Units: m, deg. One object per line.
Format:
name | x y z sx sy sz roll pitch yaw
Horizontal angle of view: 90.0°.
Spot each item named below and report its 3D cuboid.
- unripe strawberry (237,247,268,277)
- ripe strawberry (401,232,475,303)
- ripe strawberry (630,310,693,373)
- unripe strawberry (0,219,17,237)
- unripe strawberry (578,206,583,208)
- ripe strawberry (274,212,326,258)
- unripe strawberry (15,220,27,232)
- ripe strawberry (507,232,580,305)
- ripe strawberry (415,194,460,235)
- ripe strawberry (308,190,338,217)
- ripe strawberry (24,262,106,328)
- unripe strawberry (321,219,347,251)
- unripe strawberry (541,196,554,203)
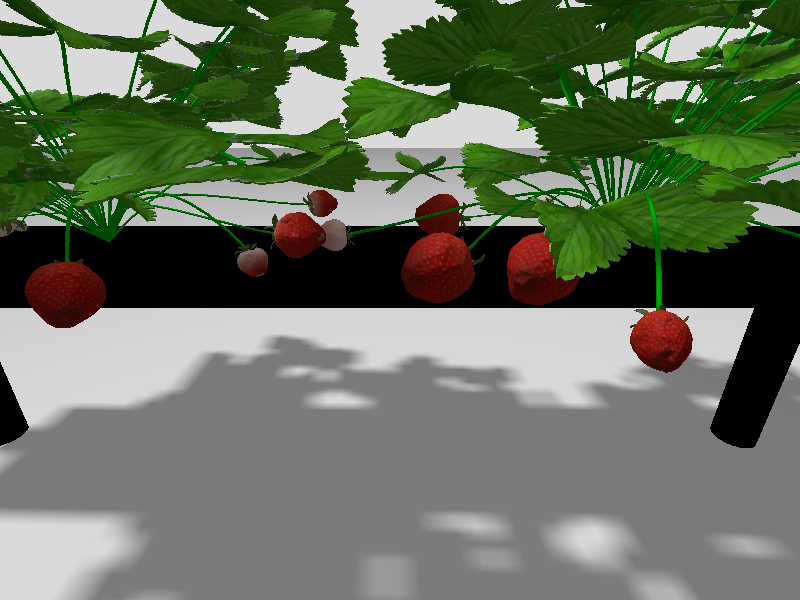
unripe strawberry | -0.097 -0.024 0.266 0.018 0.019 0.021 -29 2 37
ripe strawberry | 0.019 -0.016 0.222 0.041 0.040 0.038 -18 28 -35
ripe strawberry | 0.102 0.017 0.157 0.021 0.024 0.023 9 40 21
unripe strawberry | -0.384 -0.079 0.369 0.045 0.043 0.041 3 23 9
unripe strawberry | 0.207 -0.102 0.463 0.011 0.011 0.011 3 23 8
ripe strawberry | -0.074 -0.048 0.300 0.035 0.035 0.038 7 23 15
unripe strawberry | -0.376 -0.072 0.396 0.011 0.011 0.011 -28 9 29
ripe strawberry | 0.076 -0.015 0.219 0.039 0.041 0.042 17 29 36
ripe strawberry | 0.034 -0.077 0.369 0.042 0.041 0.039 2 23 7
ripe strawberry | -0.087 -0.110 0.455 0.031 0.031 0.034 -13 26 -31
ripe strawberry | -0.163 -0.001 0.196 0.030 0.032 0.033 -12 44 -27
unripe strawberry | -0.057 -0.053 0.327 0.026 0.026 0.025 -3 23 -6
unripe strawberry | 0.176 -0.115 0.483 0.017 0.020 0.019 -2 3 -6
